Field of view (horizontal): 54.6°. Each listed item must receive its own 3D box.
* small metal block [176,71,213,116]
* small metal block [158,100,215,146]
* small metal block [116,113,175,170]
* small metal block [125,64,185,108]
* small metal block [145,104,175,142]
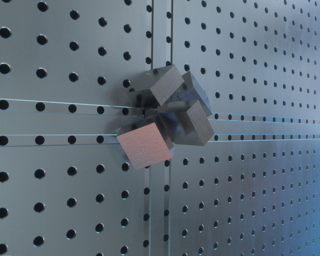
[{"bbox_3d":[0.046,-0.044,0.429,0.050,0.025,0.050,50,21,-28],"label":"small metal block"},{"bbox_3d":[0.032,-0.006,0.386,0.025,0.050,0.050,-44,117,-32],"label":"small metal block"},{"bbox_3d":[-0.016,0.017,0.374,0.050,0.050,0.025,63,18,-21],"label":"small metal block"},{"bbox_3d":[-0.007,-0.051,0.386,0.050,0.050,0.025,-48,119,-29],"label":"small metal block"},{"bbox_3d":[0.007,-0.006,0.414,0.050,0.025,0.050,1,89,-41],"label":"small metal block"}]
